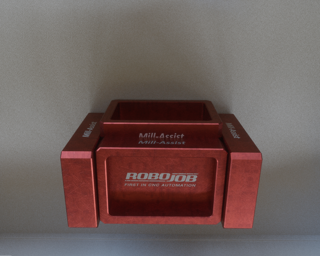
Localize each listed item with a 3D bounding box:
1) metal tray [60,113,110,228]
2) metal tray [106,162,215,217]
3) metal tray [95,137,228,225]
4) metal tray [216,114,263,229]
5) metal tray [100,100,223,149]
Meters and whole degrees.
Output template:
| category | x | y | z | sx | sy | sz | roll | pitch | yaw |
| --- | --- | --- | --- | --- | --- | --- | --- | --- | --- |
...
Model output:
| category | x | y | z | sx | sy | sz | roll | pitch | yaw |
| --- | --- | --- | --- | --- | --- | --- | --- | --- | --- |
| metal tray | -0.080 | 0.043 | 0.369 | 0.030 | 0.130 | 0.089 | 1 | 111 | 0 |
| metal tray | 0.001 | 0.076 | 0.401 | 0.131 | 0.090 | 0.030 | 0 | 110 | 0 |
| metal tray | 0.001 | 0.057 | 0.331 | 0.131 | 0.030 | 0.089 | 1 | 110 | -1 |
| metal tray | 0.082 | 0.044 | 0.370 | 0.030 | 0.130 | 0.089 | 1 | 111 | 0 |
| metal tray | 0.002 | -0.007 | 0.371 | 0.131 | 0.090 | 0.030 | 0 | 111 | 0 |
